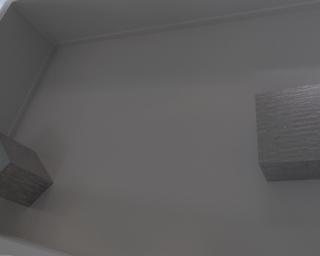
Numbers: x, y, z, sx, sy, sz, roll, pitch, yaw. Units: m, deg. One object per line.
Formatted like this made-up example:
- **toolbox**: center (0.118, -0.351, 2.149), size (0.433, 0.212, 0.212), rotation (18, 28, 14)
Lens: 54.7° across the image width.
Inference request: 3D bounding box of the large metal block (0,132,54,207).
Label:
- **large metal block**: center (-0.214, 0.059, 0.447), size (0.050, 0.080, 0.080), rotation (-46, 51, -3)

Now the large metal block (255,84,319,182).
- **large metal block**: center (0.143, 0.006, 0.311), size (0.080, 0.050, 0.080), rotation (-8, 58, 24)
